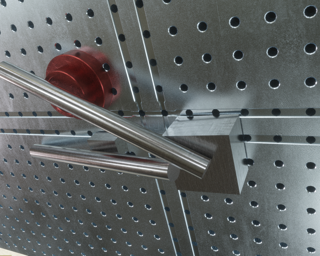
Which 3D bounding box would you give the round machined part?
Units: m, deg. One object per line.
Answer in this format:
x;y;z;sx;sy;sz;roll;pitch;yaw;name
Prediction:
-0.119;-0.053;0.427;0.098;0.042;0.097;13;124;20;round machined part

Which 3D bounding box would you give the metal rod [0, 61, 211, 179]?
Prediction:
-0.080;-0.017;0.379;0.301;0.025;0.025;25;127;15;metal rod

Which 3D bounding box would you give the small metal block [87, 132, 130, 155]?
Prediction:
-0.076;0.034;0.471;0.050;0.025;0.050;0;118;28;small metal block

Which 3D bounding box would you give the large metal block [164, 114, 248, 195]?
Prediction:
0.057;0.031;0.380;0.080;0.050;0.080;-2;118;28;large metal block

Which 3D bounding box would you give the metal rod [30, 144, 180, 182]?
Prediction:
-0.101;0.045;0.455;0.300;0.025;0.025;2;120;38;metal rod
